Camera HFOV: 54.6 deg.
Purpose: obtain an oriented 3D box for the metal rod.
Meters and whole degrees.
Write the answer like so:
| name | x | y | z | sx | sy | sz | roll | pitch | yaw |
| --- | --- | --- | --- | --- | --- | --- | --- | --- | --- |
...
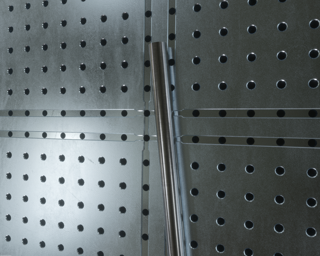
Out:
| name | x | y | z | sx | sy | sz | roll | pitch | yaw |
| --- | --- | --- | --- | --- | --- | --- | --- | --- | --- |
| metal rod | 0.010 | 0.037 | 0.409 | 0.025 | 0.025 | 0.298 | -6 | 88 | 20 |
